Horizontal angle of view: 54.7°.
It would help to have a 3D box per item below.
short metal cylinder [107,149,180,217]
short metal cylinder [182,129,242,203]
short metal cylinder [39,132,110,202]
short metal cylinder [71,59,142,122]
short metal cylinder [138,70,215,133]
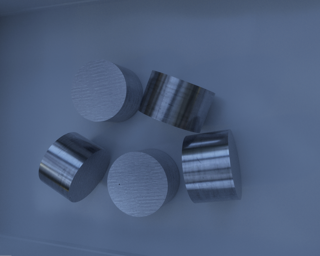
[{"bbox_3d":[-0.020,0.068,0.402,0.080,0.050,0.079,0,90,19],"label":"short metal cylinder"},{"bbox_3d":[0.062,0.044,0.357,0.050,0.080,0.080,-10,87,19],"label":"short metal cylinder"},{"bbox_3d":[-0.113,0.052,0.417,0.050,0.080,0.080,29,99,17],"label":"short metal cylinder"},{"bbox_3d":[-0.071,-0.048,0.419,0.080,0.050,0.079,0,90,19],"label":"short metal cylinder"},{"bbox_3d":[0.020,-0.032,0.373,0.080,0.080,0.050,23,98,18],"label":"short metal cylinder"}]
